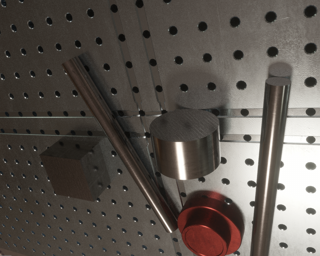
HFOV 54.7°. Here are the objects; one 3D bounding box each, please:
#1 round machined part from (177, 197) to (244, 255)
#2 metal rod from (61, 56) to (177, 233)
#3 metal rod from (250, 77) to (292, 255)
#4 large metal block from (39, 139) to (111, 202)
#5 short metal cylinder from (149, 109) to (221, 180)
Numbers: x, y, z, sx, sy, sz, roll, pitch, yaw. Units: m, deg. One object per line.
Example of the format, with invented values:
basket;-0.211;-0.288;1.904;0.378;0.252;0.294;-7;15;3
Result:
round machined part;0.071;0.154;0.457;0.098;0.042;0.097;13;124;20
metal rod;-0.051;0.034;0.456;0.025;0.025;0.299;-18;109;35
metal rod;0.134;0.081;0.390;0.025;0.025;0.298;8;122;23
large metal block;-0.136;0.067;0.506;0.080;0.050;0.079;3;120;26
short metal cylinder;0.031;0.017;0.369;0.080;0.080;0.050;6;121;25
